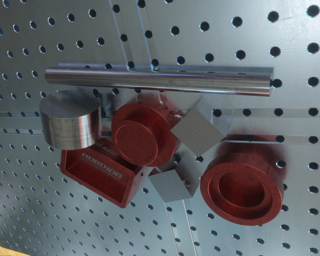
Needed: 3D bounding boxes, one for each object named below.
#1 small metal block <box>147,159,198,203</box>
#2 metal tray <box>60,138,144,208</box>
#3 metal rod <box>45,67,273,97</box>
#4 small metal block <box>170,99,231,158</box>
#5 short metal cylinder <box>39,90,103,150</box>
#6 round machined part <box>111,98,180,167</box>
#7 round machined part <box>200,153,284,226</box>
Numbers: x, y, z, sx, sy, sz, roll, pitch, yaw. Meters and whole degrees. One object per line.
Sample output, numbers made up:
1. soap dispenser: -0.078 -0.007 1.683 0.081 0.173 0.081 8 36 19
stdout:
1. small metal block: 0.019 0.078 0.450 0.050 0.025 0.050 -21 108 36
2. metal tray: -0.096 0.063 0.497 0.130 0.030 0.089 27 128 11
3. metal rod: -0.021 -0.060 0.384 0.301 0.025 0.025 6 121 24
4. small metal block: 0.050 0.001 0.386 0.050 0.025 0.050 44 129 -2
5. short metal cylinder: -0.122 -0.013 0.432 0.080 0.080 0.050 16 125 19
6. round machined part: -0.025 0.012 0.420 0.098 0.042 0.097 12 121 22
7. round machined part: 0.104 0.072 0.390 0.098 0.042 0.097 13 124 21
